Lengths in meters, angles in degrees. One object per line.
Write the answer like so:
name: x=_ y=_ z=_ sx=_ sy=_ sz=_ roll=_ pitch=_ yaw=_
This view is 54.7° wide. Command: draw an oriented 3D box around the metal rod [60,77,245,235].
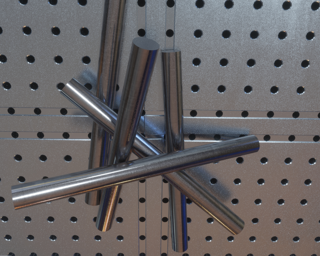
metal rod: x=0.000 y=0.045 z=0.402 sx=0.300 sy=0.025 sz=0.025 roll=41 pitch=105 yaw=-14

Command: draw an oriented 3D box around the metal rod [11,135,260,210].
metal rod: x=-0.010 y=0.046 z=0.370 sx=0.303 sy=0.025 sz=0.025 roll=-10 pitch=112 yaw=-21

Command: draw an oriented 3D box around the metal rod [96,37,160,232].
metal rod: x=-0.049 y=0.034 z=0.375 sx=0.025 sy=0.025 sz=0.298 roll=14 pitch=128 yaw=-6

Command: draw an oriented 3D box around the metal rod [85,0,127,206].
metal rod: x=-0.072 y=-0.032 z=0.400 sx=0.025 sy=0.025 sz=0.298 roll=9 pitch=110 yaw=-4

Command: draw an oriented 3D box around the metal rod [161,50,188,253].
metal rod: x=0.022 y=0.045 z=0.430 sx=0.025 sy=0.025 sz=0.298 roll=-3 pitch=110 yaw=1
